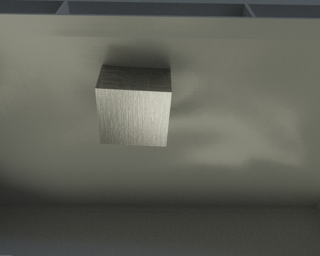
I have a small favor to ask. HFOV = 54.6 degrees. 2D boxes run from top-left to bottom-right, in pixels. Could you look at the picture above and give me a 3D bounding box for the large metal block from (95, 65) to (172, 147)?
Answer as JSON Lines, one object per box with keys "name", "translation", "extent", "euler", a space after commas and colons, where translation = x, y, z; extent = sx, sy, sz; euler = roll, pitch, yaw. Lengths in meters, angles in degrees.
{"name": "large metal block", "translation": [-0.030, -0.025, 0.371], "extent": [0.080, 0.050, 0.080], "euler": [3, 130, -3]}
